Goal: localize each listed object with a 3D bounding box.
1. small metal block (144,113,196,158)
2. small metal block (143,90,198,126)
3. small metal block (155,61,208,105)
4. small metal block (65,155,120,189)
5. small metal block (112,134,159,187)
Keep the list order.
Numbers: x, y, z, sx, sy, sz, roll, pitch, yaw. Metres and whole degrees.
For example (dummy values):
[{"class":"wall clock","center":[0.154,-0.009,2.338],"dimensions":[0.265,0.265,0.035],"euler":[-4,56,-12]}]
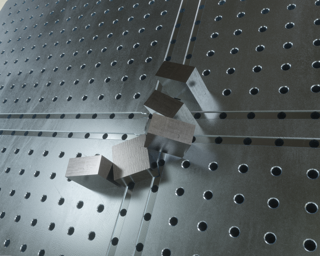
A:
[{"class":"small metal block","center":[0.010,0.010,0.369],"dimensions":[0.050,0.050,0.025],"euler":[16,66,-1]},{"class":"small metal block","center":[0.014,-0.018,0.396],"dimensions":[0.050,0.050,0.025],"euler":[30,79,38]},{"class":"small metal block","center":[0.029,-0.061,0.415],"dimensions":[0.050,0.050,0.025],"euler":[20,73,35]},{"class":"small metal block","center":[-0.084,0.058,0.402],"dimensions":[0.050,0.050,0.025],"euler":[-8,59,24]},{"class":"small metal block","center":[-0.033,0.042,0.401],"dimensions":[0.050,0.025,0.050],"euler":[-21,54,15]}]
